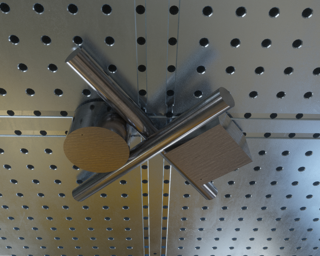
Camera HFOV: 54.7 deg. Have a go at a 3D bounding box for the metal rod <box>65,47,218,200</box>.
[{"bbox_3d":[-0.006,0.012,0.416,0.025,0.025,0.300,-29,125,22],"label":"metal rod"}]

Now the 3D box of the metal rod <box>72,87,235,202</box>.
[{"bbox_3d":[-0.030,0.037,0.410,0.025,0.025,0.299,35,130,-26],"label":"metal rod"}]

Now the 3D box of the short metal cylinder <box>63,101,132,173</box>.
[{"bbox_3d":[-0.078,0.013,0.400,0.081,0.050,0.079,0,130,0],"label":"short metal cylinder"}]

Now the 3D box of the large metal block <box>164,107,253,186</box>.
[{"bbox_3d":[0.062,0.022,0.408,0.080,0.050,0.080,-31,124,23],"label":"large metal block"}]
